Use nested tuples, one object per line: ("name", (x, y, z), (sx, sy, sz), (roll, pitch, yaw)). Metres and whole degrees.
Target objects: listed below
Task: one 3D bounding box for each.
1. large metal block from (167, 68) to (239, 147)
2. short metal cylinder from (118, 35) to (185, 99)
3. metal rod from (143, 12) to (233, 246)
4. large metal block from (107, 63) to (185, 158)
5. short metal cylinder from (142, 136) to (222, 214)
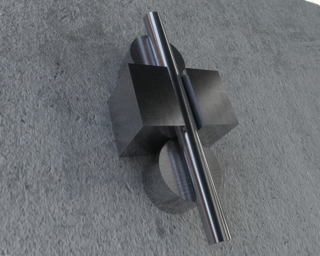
("large metal block", (0.047, -0.021, 0.407), (0.050, 0.080, 0.080), (-1, 62, -29))
("short metal cylinder", (-0.012, -0.082, 0.432), (0.081, 0.050, 0.080), (14, 56, -21))
("metal rod", (0.024, -0.019, 0.365), (0.025, 0.025, 0.299), (-1, 62, -29))
("large metal block", (-0.021, -0.019, 0.370), (0.050, 0.080, 0.080), (-1, 62, -29))
("short metal cylinder", (0.025, 0.057, 0.369), (0.081, 0.050, 0.080), (14, 56, -21))
